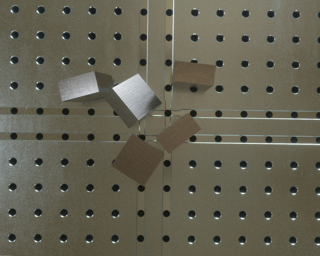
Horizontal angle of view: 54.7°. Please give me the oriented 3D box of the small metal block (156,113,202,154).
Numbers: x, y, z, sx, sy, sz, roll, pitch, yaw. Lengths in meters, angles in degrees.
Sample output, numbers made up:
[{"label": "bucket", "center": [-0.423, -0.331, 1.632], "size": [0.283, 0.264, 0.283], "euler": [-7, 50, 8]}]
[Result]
[{"label": "small metal block", "center": [0.023, 0.006, 0.401], "size": [0.050, 0.050, 0.025], "euler": [-38, 90, 0]}]

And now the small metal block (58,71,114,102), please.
[{"label": "small metal block", "center": [-0.092, -0.051, 0.394], "size": [0.050, 0.050, 0.025], "euler": [-12, 90, 15]}]

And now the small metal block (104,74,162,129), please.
[{"label": "small metal block", "center": [-0.034, -0.035, 0.399], "size": [0.050, 0.025, 0.050], "euler": [51, 48, -1]}]

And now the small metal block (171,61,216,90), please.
[{"label": "small metal block", "center": [0.042, -0.067, 0.401], "size": [0.050, 0.050, 0.025], "euler": [7, 90, -1]}]

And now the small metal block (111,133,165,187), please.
[{"label": "small metal block", "center": [-0.029, 0.042, 0.413], "size": [0.050, 0.025, 0.050], "euler": [33, 90, -1]}]
